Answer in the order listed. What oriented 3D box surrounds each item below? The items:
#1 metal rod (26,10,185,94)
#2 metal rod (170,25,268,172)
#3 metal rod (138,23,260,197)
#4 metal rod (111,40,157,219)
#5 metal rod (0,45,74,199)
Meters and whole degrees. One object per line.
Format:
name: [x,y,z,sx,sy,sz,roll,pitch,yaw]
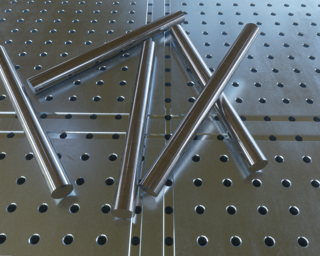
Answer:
metal rod: [-0.076,-0.136,0.520,0.302,0.025,0.025,-33,58,-25]
metal rod: [0.073,-0.064,0.462,0.025,0.025,0.299,-13,51,-11]
metal rod: [0.064,-0.040,0.413,0.025,0.025,0.301,25,63,19]
metal rod: [-0.029,-0.023,0.426,0.025,0.025,0.300,3,50,2]
metal rod: [-0.187,-0.027,0.427,0.025,0.025,0.300,-25,55,-20]
